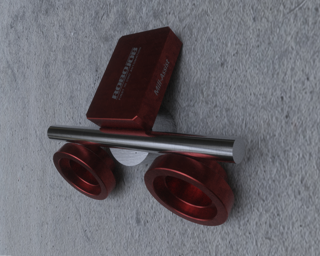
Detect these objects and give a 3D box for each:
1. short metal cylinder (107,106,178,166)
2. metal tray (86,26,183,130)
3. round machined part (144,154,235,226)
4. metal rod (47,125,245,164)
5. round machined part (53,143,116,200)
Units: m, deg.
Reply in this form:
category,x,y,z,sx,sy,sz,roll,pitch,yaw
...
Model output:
category,x,y,z,sx,sy,sz,roll,pitch,yaw
short metal cylinder,-0.024,0.008,0.408,0.080,0.050,0.079,0,90,39
metal tray,-0.033,-0.062,0.393,0.090,0.030,0.130,3,66,39
round machined part,0.035,0.061,0.342,0.098,0.042,0.097,22,144,18
metal rod,-0.044,0.014,0.377,0.300,0.025,0.025,3,92,39
round machined part,-0.105,0.058,0.459,0.098,0.042,0.097,22,140,20
